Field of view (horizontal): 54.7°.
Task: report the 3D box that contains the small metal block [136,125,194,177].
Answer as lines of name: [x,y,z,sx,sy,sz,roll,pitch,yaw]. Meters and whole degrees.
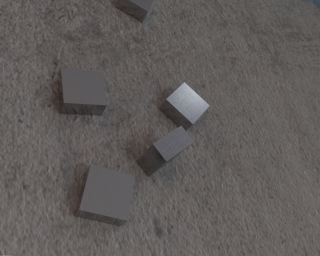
small metal block: [0.006,0.028,0.375,0.050,0.050,0.025,-31,80,-38]

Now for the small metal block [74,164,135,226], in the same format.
small metal block: [-0.058,0.072,0.330,0.050,0.025,0.050,19,54,-18]

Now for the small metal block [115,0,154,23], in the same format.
small metal block: [-0.040,-0.209,0.512,0.050,0.025,0.050,27,52,-12]

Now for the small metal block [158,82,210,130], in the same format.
small metal block: [0.035,-0.030,0.443,0.050,0.025,0.050,43,51,1]

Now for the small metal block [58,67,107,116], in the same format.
small metal block: [-0.096,-0.044,0.380,0.050,0.025,0.050,2,61,-28]
